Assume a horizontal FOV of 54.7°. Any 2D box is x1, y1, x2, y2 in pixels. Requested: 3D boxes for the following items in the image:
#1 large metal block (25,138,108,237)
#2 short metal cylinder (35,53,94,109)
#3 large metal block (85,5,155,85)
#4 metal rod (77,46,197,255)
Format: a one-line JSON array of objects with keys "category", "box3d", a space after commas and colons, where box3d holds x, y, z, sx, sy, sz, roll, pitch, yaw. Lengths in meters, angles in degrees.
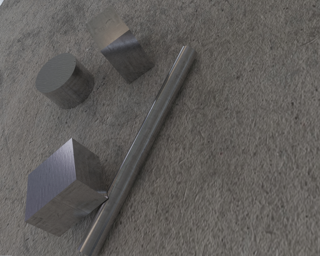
[{"category": "large metal block", "box3d": [-0.118, 0.073, 0.389, 0.080, 0.050, 0.080, -39, 37, 9]}, {"category": "short metal cylinder", "box3d": [-0.158, -0.078, 0.519, 0.080, 0.050, 0.080, -13, 56, 21]}, {"category": "large metal block", "box3d": [-0.062, -0.128, 0.479, 0.050, 0.080, 0.080, -36, 51, 5]}, {"category": "metal rod", "box3d": [-0.021, 0.017, 0.404, 0.025, 0.025, 0.300, 14, 69, 34]}]
